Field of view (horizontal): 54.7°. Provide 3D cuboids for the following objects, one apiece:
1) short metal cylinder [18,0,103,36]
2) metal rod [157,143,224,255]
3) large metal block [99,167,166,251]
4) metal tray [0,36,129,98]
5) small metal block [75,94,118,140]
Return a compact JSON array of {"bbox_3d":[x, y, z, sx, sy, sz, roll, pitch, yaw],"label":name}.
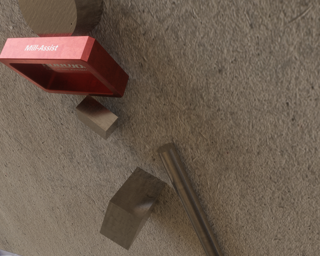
[{"bbox_3d":[-0.114,-0.145,0.359,0.080,0.050,0.079,13,124,20],"label":"short metal cylinder"},{"bbox_3d":[0.066,0.155,0.466,0.025,0.025,0.299,-12,113,33],"label":"metal rod"},{"bbox_3d":[-0.041,0.120,0.465,0.050,0.080,0.079,29,128,10],"label":"large metal block"},{"bbox_3d":[-0.116,-0.074,0.384,0.130,0.030,0.090,6,162,24],"label":"metal tray"},{"bbox_3d":[-0.086,-0.013,0.427,0.050,0.025,0.050,38,161,2],"label":"small metal block"}]
